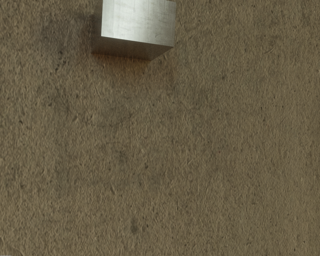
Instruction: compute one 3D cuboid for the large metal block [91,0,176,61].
[{"bbox_3d":[-0.035,-0.117,0.367,0.081,0.080,0.050,3,89,-20],"label":"large metal block"}]
